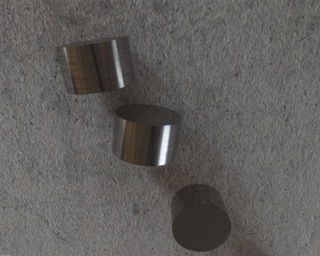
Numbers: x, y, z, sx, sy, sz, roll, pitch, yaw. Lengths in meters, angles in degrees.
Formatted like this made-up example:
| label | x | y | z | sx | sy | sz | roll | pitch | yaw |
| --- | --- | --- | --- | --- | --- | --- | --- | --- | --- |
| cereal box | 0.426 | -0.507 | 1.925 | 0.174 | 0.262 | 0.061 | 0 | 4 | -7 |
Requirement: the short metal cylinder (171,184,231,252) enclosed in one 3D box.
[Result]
| label | x | y | z | sx | sy | sz | roll | pitch | yaw |
| --- | --- | --- | --- | --- | --- | --- | --- | --- | --- |
| short metal cylinder | 0.056 | 0.128 | 0.444 | 0.081 | 0.050 | 0.079 | 0 | 110 | 0 |

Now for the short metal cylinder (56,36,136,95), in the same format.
| label | x | y | z | sx | sy | sz | roll | pitch | yaw |
| --- | --- | --- | --- | --- | --- | --- | --- | --- | --- |
| short metal cylinder | -0.072 | -0.073 | 0.353 | 0.080 | 0.080 | 0.050 | -7 | 110 | 2 |

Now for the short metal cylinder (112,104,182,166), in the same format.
| label | x | y | z | sx | sy | sz | roll | pitch | yaw |
| --- | --- | --- | --- | --- | --- | --- | --- | --- | --- |
| short metal cylinder | -0.017 | 0.006 | 0.382 | 0.081 | 0.080 | 0.050 | 7 | 110 | -3 |
